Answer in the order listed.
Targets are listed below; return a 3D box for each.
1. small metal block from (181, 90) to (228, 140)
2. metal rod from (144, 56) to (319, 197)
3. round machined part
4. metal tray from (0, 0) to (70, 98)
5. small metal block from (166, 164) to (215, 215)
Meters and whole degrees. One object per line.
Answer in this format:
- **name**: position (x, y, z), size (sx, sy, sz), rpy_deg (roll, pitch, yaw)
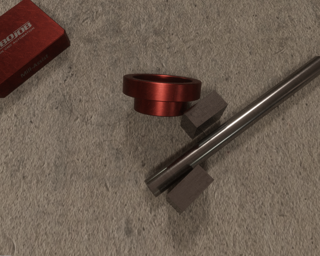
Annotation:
- **small metal block**: position (0.056, -0.016, 0.401), size (0.050, 0.050, 0.025), rpy_deg (-36, 75, -12)
- **metal rod**: position (0.109, -0.009, 0.412), size (0.301, 0.025, 0.025), rpy_deg (-35, 74, -12)
- **round machined part**: position (0.002, -0.042, 0.395), size (0.099, 0.098, 0.042), rpy_deg (5, 105, 1)
- **metal tray**: position (-0.209, -0.116, 0.445), size (0.090, 0.030, 0.130), rpy_deg (42, 75, 13)
- **small metal block**: position (0.034, 0.074, 0.368), size (0.050, 0.050, 0.025), rpy_deg (-42, 76, -14)
